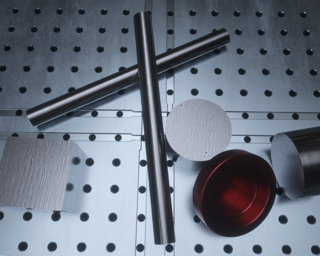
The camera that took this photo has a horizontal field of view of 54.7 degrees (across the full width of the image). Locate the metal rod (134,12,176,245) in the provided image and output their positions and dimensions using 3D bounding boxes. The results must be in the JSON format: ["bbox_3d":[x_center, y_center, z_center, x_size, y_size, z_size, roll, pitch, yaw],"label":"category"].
[{"bbox_3d":[-0.009,-0.010,0.397,0.025,0.025,0.299,-6,77,-2],"label":"metal rod"}]

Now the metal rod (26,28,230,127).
[{"bbox_3d":[-0.038,-0.075,0.438,0.302,0.025,0.025,-25,72,-9],"label":"metal rod"}]

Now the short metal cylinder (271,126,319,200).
[{"bbox_3d":[0.174,0.041,0.369,0.050,0.080,0.080,-9,70,-3],"label":"short metal cylinder"}]

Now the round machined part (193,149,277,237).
[{"bbox_3d":[0.082,0.072,0.361,0.099,0.042,0.097,-4,102,-20],"label":"round machined part"}]

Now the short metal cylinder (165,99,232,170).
[{"bbox_3d":[0.046,0.009,0.395,0.080,0.050,0.080,0,70,0],"label":"short metal cylinder"}]

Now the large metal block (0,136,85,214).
[{"bbox_3d":[-0.144,0.058,0.376,0.080,0.050,0.080,5,70,1],"label":"large metal block"}]
